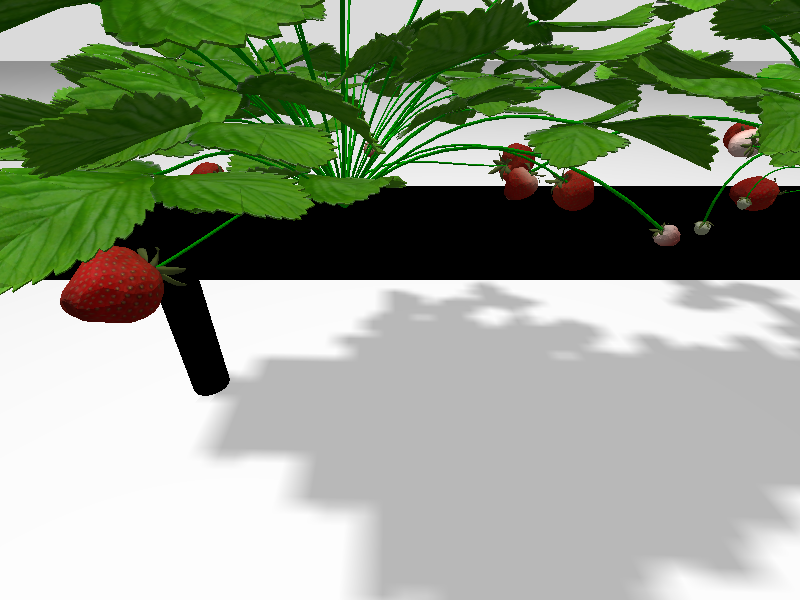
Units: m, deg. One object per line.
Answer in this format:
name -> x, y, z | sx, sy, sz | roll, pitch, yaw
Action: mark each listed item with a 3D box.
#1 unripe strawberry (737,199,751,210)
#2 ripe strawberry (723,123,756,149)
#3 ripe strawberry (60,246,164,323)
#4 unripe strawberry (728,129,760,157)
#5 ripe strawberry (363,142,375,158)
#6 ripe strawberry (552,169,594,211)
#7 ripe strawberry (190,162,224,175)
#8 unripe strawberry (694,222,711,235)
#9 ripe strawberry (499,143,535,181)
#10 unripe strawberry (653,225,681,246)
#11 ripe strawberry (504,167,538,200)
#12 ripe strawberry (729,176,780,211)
unripe strawberry -> 0.292, -0.082, 0.340 | 0.010, 0.010, 0.009 | -5, 33, -8
ripe strawberry -> 0.466, -0.227, 0.552 | 0.033, 0.038, 0.036 | 8, 33, 13
ripe strawberry -> -0.147, -0.006, 0.204 | 0.043, 0.037, 0.043 | 17, 37, 24
unripe strawberry -> 0.445, -0.202, 0.515 | 0.040, 0.034, 0.040 | 7, 33, 11
ripe strawberry -> -0.038, -0.194, 0.520 | 0.019, 0.020, 0.020 | 2, -14, 3
ripe strawberry -> 0.155, -0.095, 0.354 | 0.035, 0.035, 0.033 | 30, 28, -17
ripe strawberry -> -0.184, -0.115, 0.382 | 0.031, 0.031, 0.035 | 7, 33, 12
unripe strawberry -> 0.227, -0.054, 0.301 | 0.010, 0.010, 0.011 | -12, 34, -18
ripe strawberry -> 0.124, -0.144, 0.419 | 0.038, 0.040, 0.035 | -14, 35, -21
unripe strawberry -> 0.192, -0.045, 0.287 | 0.016, 0.016, 0.014 | 37, 37, -3
ripe strawberry -> 0.112, -0.107, 0.376 | 0.030, 0.031, 0.029 | 36, 29, -16
ripe strawberry -> 0.305, -0.092, 0.347 | 0.030, 0.029, 0.033 | -3, 33, -3
